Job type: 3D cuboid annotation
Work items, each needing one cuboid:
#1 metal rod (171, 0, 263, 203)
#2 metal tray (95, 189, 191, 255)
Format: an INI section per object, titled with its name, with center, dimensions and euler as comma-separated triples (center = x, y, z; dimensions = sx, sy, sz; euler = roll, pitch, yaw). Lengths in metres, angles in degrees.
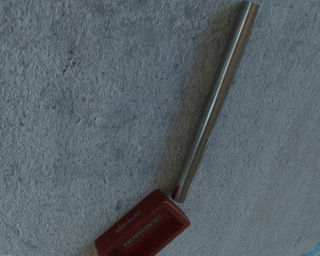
[metal rod]
center = 0.070, -0.020, 0.432
dimensions = 0.025, 0.025, 0.298
euler = 3, 117, -30
[metal tray]
center = -0.025, 0.167, 0.492
dimensions = 0.130, 0.030, 0.090
euler = -41, 130, -1
